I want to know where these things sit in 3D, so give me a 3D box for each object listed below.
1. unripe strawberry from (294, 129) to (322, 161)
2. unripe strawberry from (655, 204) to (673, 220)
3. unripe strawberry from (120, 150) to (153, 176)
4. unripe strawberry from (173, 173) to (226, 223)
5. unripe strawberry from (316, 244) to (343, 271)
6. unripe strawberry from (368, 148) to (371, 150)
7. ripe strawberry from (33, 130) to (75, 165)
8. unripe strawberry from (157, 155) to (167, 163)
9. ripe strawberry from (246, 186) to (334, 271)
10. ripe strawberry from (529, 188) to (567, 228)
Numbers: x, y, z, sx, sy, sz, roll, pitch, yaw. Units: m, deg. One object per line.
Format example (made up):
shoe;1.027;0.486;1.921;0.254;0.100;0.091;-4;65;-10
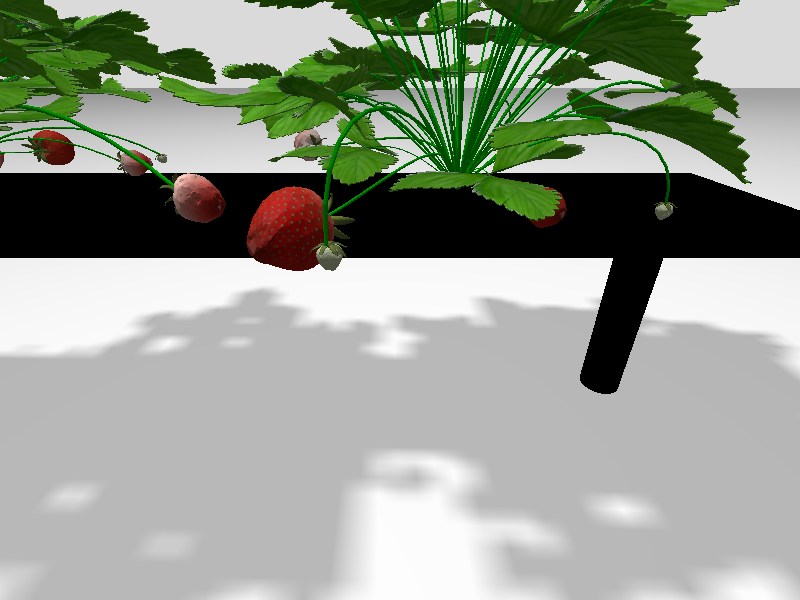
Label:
unripe strawberry;-0.105;-0.176;0.453;0.033;0.034;0.030;22;36;34
unripe strawberry;0.163;-0.054;0.248;0.010;0.010;0.011;25;38;37
unripe strawberry;-0.251;-0.131;0.383;0.025;0.024;0.027;-7;30;-17
unripe strawberry;-0.129;-0.064;0.258;0.030;0.032;0.028;20;33;10
unripe strawberry;-0.032;-0.020;0.184;0.011;0.012;0.013;13;32;21
unripe strawberry;-0.038;-0.178;0.466;0.011;0.011;0.011;-17;34;-27
ripe strawberry;-0.380;-0.169;0.443;0.034;0.036;0.037;5;29;8
unripe strawberry;-0.263;-0.156;0.443;0.009;0.010;0.010;31;-22;42
ripe strawberry;-0.055;-0.033;0.195;0.041;0.043;0.044;18;34;28
ripe strawberry;0.096;-0.059;0.258;0.024;0.025;0.026;-13;33;-22
